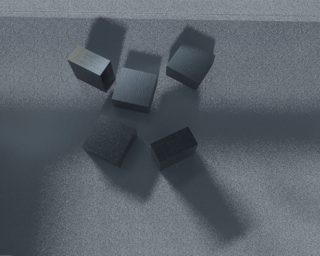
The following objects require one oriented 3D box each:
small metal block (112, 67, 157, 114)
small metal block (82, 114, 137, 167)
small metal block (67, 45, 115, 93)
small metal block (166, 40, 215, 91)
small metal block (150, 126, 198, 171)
[{"bbox_3d":[-0.034,-0.052,0.428,0.050,0.025,0.050,13,70,4],"label":"small metal block"},{"bbox_3d":[-0.064,0.017,0.403,0.050,0.025,0.050,24,72,8],"label":"small metal block"},{"bbox_3d":[-0.092,-0.080,0.424,0.050,0.050,0.025,27,72,9],"label":"small metal block"},{"bbox_3d":[0.043,-0.090,0.443,0.050,0.025,0.050,30,72,10],"label":"small metal block"},{"bbox_3d":[0.017,0.027,0.387,0.050,0.050,0.025,-25,72,-9],"label":"small metal block"}]
